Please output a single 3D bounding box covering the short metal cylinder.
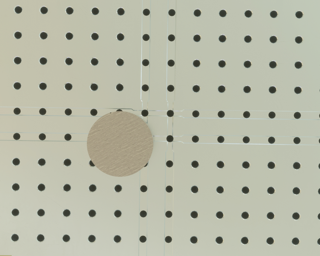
[{"bbox_3d":[-0.048,0.019,0.401,0.080,0.050,0.080,0,90,0],"label":"short metal cylinder"}]
